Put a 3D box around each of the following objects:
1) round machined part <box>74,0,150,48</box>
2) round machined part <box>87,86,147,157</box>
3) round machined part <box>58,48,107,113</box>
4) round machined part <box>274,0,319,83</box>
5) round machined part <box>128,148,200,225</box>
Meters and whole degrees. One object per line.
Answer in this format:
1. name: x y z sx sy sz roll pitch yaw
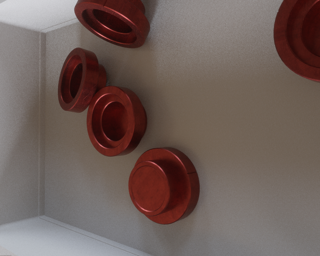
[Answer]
1. round machined part: -0.058 -0.151 0.410 0.098 0.098 0.042 12 76 39
2. round machined part: -0.057 -0.009 0.440 0.098 0.042 0.097 0 90 39
3. round machined part: -0.119 -0.071 0.482 0.098 0.042 0.098 -14 71 48
4. round machined part: 0.155 -0.087 0.268 0.098 0.042 0.097 0 90 39
5. round machined part: -0.002 0.074 0.396 0.098 0.042 0.097 0 90 39
